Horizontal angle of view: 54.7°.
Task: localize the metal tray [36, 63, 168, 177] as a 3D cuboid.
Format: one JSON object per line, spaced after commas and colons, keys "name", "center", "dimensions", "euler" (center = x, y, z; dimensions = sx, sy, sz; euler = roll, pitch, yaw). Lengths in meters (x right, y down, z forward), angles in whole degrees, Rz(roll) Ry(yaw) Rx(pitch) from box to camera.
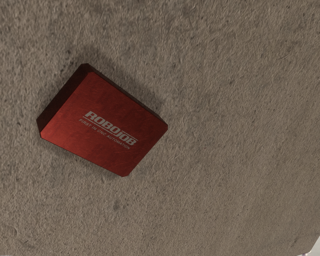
{"name": "metal tray", "center": [-0.063, -0.003, 0.368], "dimensions": [0.090, 0.030, 0.130], "euler": [-50, 129, 6]}
